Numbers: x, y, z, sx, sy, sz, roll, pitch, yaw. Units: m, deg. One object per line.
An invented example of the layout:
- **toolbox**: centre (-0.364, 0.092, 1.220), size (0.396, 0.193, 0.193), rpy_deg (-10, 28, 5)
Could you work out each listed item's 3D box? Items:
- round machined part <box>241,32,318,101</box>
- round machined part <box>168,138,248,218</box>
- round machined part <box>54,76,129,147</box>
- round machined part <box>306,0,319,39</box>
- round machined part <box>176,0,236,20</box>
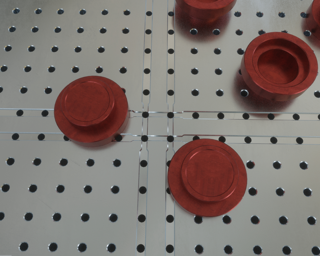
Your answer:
- **round machined part**: centre (0.162, -0.081, 0.433), size (0.099, 0.042, 0.098), rpy_deg (0, 70, 0)
- **round machined part**: centre (0.059, 0.059, 0.382), size (0.099, 0.042, 0.098), rpy_deg (0, 70, 0)
- **round machined part**: centre (-0.092, -0.027, 0.412), size (0.099, 0.042, 0.098), rpy_deg (0, 70, 0)
- **round machined part**: centre (0.279, -0.175, 0.468), size (0.099, 0.042, 0.098), rpy_deg (0, 70, 0)
- **round machined part**: centre (0.070, -0.208, 0.479), size (0.099, 0.042, 0.098), rpy_deg (0, 70, 0)
